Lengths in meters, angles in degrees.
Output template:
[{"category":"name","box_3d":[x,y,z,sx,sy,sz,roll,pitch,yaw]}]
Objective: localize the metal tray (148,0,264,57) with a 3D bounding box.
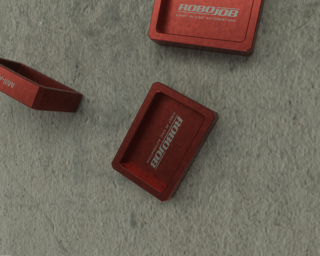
[{"category":"metal tray","box_3d":[0.057,-0.144,0.385,0.130,0.030,0.089,13,94,19]}]

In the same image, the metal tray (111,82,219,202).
[{"category":"metal tray","box_3d":[0.005,0.017,0.403,0.090,0.030,0.129,31,100,17]}]

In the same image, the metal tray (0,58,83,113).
[{"category":"metal tray","box_3d":[-0.189,-0.063,0.439,0.130,0.090,0.030,27,99,17]}]
